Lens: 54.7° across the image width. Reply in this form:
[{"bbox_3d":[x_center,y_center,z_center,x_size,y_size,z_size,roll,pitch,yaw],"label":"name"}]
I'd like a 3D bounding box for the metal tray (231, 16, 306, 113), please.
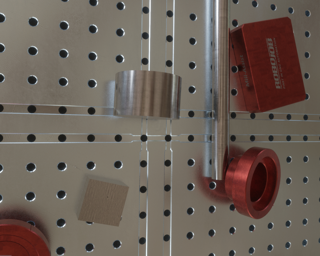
[{"bbox_3d":[0.166,-0.095,0.471,0.091,0.030,0.129,-16,95,-19],"label":"metal tray"}]

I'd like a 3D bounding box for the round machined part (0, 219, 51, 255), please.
[{"bbox_3d":[-0.172,0.148,0.340,0.099,0.042,0.097,0,90,-20],"label":"round machined part"}]

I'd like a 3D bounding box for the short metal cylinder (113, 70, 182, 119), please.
[{"bbox_3d":[-0.015,-0.037,0.378,0.081,0.080,0.050,4,89,-20],"label":"short metal cylinder"}]

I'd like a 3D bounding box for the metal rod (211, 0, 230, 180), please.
[{"bbox_3d":[0.087,-0.077,0.444,0.025,0.025,0.298,0,90,-20],"label":"metal rod"}]

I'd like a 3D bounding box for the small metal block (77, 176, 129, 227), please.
[{"bbox_3d":[-0.072,0.091,0.386,0.050,0.025,0.050,16,85,-19],"label":"small metal block"}]

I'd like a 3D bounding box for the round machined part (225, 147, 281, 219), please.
[{"bbox_3d":[0.128,0.075,0.438,0.099,0.042,0.097,-8,101,-44],"label":"round machined part"}]
